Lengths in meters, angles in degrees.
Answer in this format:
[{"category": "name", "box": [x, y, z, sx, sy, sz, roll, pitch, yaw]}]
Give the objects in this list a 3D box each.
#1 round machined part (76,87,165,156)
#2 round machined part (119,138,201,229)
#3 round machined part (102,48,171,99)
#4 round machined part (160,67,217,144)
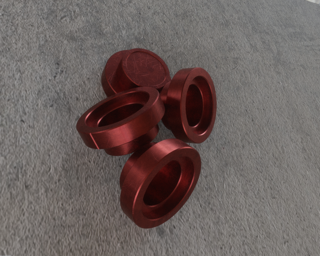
[{"category": "round machined part", "box": [-0.040, -0.005, 0.351, 0.098, 0.098, 0.042, -46, 125, -39]}, {"category": "round machined part", "box": [-0.004, 0.054, 0.333, 0.099, 0.097, 0.042, -25, 42, -37]}, {"category": "round machined part", "box": [-0.026, -0.069, 0.421, 0.099, 0.042, 0.098, 14, 56, -21]}, {"category": "round machined part", "box": [0.035, -0.029, 0.409, 0.099, 0.042, 0.097, -6, 97, -55]}]
